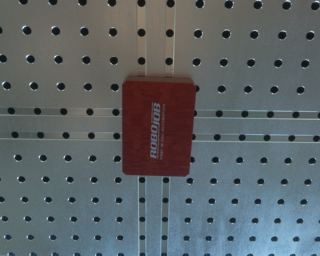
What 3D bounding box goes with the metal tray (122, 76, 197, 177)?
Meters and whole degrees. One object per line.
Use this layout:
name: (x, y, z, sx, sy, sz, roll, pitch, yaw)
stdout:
metal tray: (-0.003, 0.000, 0.410, 0.091, 0.030, 0.129, 2, 110, -1)
